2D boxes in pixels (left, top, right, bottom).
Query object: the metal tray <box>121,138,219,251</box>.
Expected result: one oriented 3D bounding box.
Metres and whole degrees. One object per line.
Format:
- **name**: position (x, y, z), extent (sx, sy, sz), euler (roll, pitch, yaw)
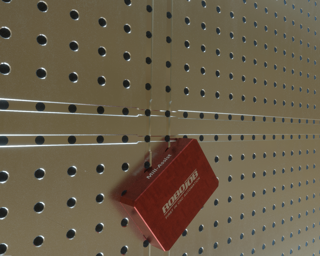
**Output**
- **metal tray**: position (0.019, 0.086, 0.421), extent (0.131, 0.030, 0.090), euler (-44, 116, -31)
